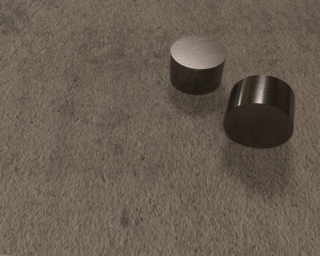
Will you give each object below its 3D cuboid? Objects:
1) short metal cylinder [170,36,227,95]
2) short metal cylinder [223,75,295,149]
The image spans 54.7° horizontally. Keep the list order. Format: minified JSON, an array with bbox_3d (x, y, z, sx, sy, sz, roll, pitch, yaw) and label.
[{"bbox_3d":[0.056,-0.095,0.468,0.081,0.050,0.080,0,50,0],"label":"short metal cylinder"},{"bbox_3d":[0.124,-0.019,0.385,0.080,0.080,0.050,14,51,11],"label":"short metal cylinder"}]
